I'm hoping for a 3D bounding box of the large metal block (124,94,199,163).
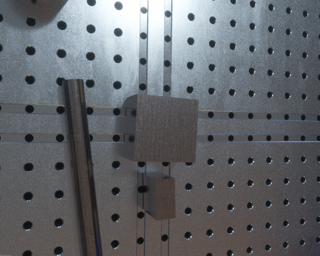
[{"bbox_3d":[0.001,0.002,0.401,0.081,0.050,0.079,4,89,-20],"label":"large metal block"}]

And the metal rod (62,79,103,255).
[{"bbox_3d":[-0.090,0.091,0.379,0.025,0.025,0.298,-7,92,-20],"label":"metal rod"}]

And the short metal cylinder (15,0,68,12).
[{"bbox_3d":[-0.137,-0.180,0.349,0.081,0.050,0.079,0,90,-21],"label":"short metal cylinder"}]

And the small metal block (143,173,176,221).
[{"bbox_3d":[-0.002,0.086,0.400,0.025,0.050,0.050,-1,91,-20],"label":"small metal block"}]
